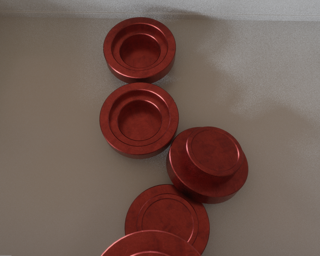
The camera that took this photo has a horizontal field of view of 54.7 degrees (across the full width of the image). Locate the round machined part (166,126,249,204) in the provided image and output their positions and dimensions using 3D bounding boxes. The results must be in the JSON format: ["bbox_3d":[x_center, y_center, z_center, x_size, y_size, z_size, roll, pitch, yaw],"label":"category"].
[{"bbox_3d":[0.060,0.037,0.371,0.099,0.042,0.098,7,52,-9],"label":"round machined part"}]

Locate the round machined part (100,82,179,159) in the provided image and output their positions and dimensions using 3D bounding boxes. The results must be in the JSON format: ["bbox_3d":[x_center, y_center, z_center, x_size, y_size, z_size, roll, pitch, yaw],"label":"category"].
[{"bbox_3d":[-0.025,-0.007,0.403,0.099,0.042,0.098,0,70,0],"label":"round machined part"}]

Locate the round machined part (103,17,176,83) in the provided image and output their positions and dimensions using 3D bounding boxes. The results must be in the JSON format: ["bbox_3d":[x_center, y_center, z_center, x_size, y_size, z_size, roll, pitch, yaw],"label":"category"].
[{"bbox_3d":[-0.028,-0.104,0.438,0.099,0.042,0.098,0,70,0],"label":"round machined part"}]

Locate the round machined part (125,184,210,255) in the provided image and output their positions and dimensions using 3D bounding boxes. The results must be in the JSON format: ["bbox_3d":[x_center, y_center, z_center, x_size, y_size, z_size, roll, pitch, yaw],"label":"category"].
[{"bbox_3d":[0.008,0.113,0.357,0.099,0.042,0.098,0,67,0],"label":"round machined part"}]

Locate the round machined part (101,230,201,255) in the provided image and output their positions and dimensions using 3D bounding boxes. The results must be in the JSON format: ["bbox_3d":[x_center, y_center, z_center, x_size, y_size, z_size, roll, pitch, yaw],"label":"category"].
[{"bbox_3d":[-0.007,0.127,0.229,0.099,0.042,0.098,0,70,0],"label":"round machined part"}]
